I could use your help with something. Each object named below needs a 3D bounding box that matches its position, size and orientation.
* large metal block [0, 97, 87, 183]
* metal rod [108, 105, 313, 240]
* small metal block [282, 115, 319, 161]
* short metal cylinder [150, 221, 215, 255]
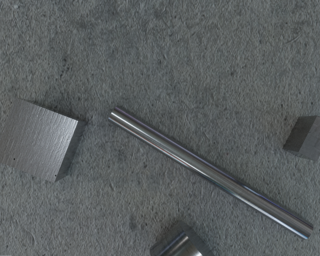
[{"bbox_3d":[-0.150,0.014,0.396,0.080,0.050,0.080,21,90,0],"label":"large metal block"},{"bbox_3d":[0.066,0.059,0.410,0.301,0.025,0.025,31,90,0],"label":"metal rod"},{"bbox_3d":[0.190,0.012,0.399,0.025,0.050,0.050,27,90,0],"label":"small metal block"},{"bbox_3d":[0.033,0.163,0.383,0.050,0.080,0.080,-43,90,0],"label":"short metal cylinder"}]
